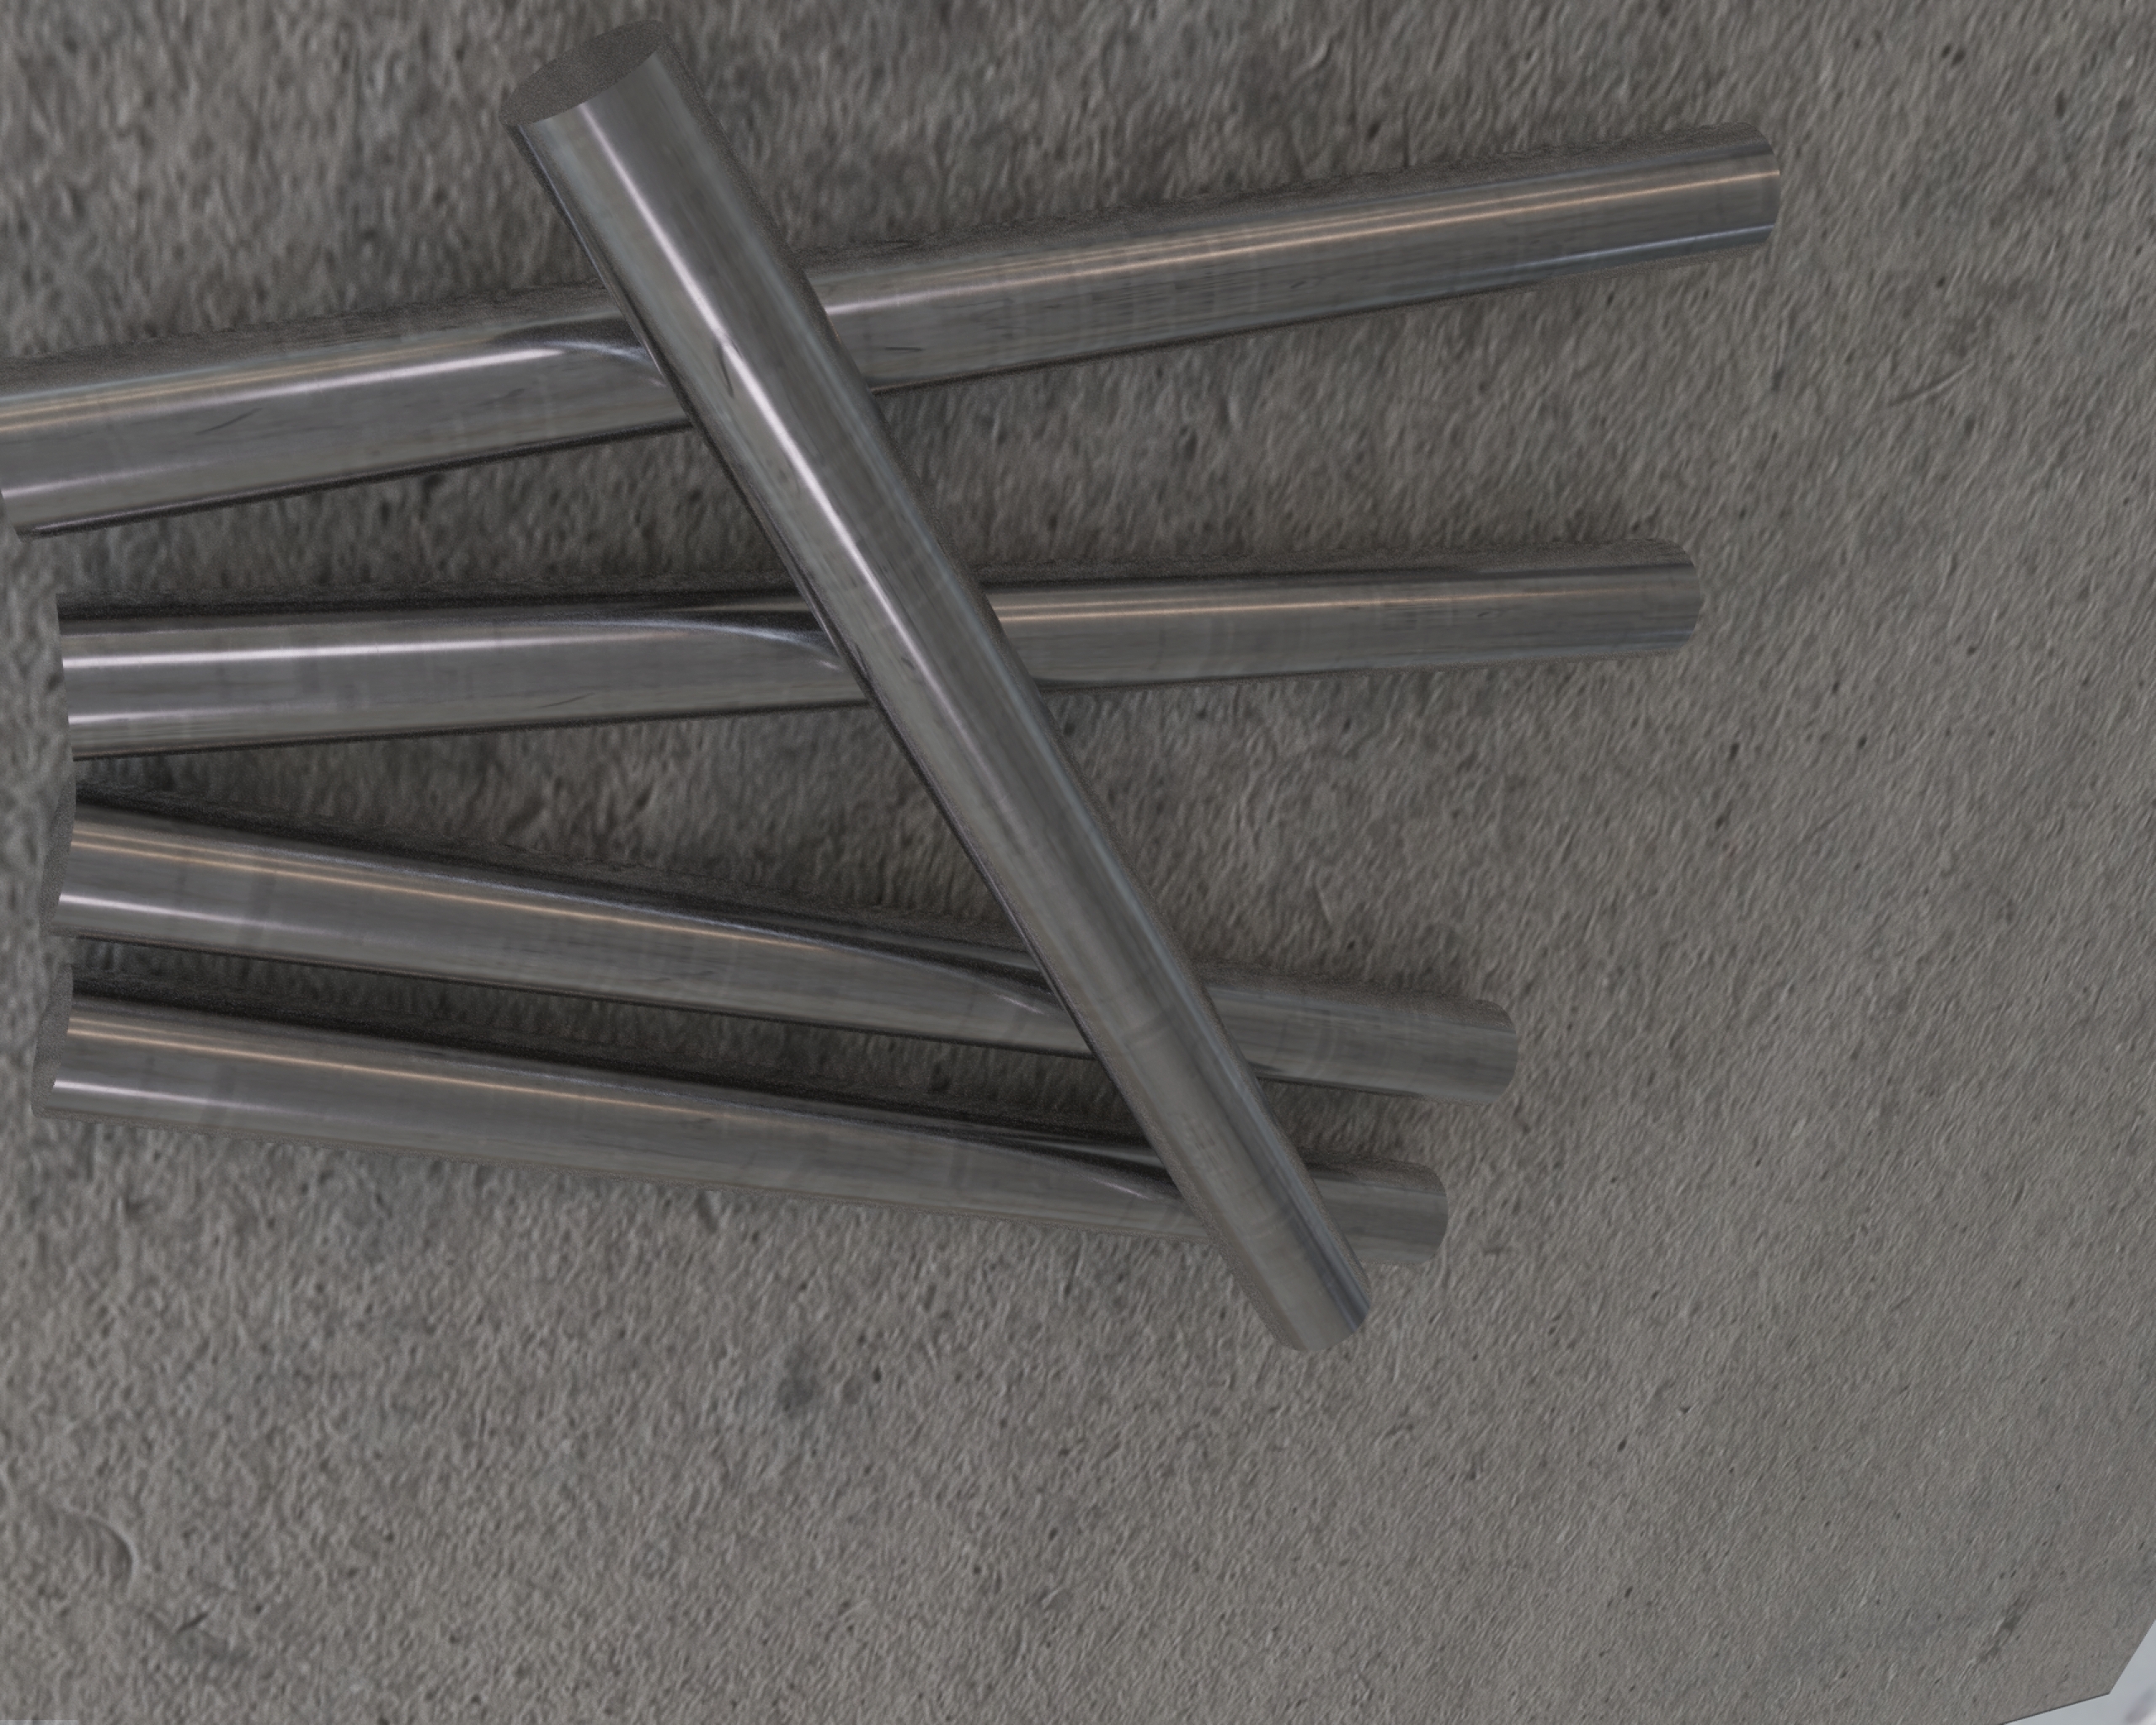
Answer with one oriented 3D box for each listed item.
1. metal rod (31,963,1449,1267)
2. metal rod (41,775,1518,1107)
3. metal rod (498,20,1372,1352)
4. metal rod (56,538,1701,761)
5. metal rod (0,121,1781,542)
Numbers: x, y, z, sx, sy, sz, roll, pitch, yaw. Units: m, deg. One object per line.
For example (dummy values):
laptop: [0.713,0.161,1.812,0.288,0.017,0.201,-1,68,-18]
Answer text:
metal rod: [-0.042,0.057,0.418,0.302,0.025,0.025,13,112,-34]
metal rod: [-0.032,0.022,0.402,0.302,0.025,0.025,10,113,-33]
metal rod: [-0.006,-0.003,0.367,0.025,0.025,0.299,-35,129,-5]
metal rod: [-0.014,-0.041,0.373,0.303,0.025,0.025,-6,121,-26]
metal rod: [-0.013,-0.092,0.342,0.302,0.025,0.025,-14,125,-21]
